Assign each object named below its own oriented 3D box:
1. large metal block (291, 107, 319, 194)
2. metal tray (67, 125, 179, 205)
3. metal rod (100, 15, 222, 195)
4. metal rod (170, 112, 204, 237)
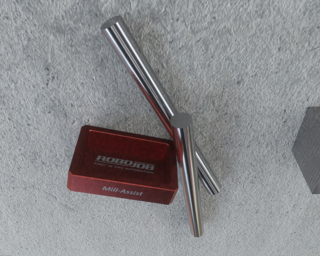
[{"bbox_3d":[0.218,0.028,0.399,0.050,0.080,0.079,0,130,-1],"label":"large metal block"},{"bbox_3d":[-0.045,0.046,0.403,0.131,0.090,0.030,11,129,-10],"label":"metal tray"},{"bbox_3d":[0.018,-0.006,0.402,0.025,0.025,0.299,-21,127,17],"label":"metal rod"},{"bbox_3d":[0.046,0.090,0.461,0.025,0.025,0.299,-7,137,5],"label":"metal rod"}]
